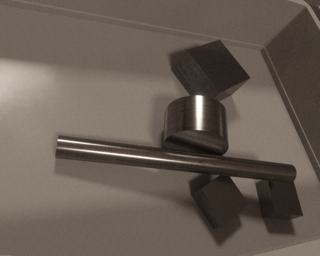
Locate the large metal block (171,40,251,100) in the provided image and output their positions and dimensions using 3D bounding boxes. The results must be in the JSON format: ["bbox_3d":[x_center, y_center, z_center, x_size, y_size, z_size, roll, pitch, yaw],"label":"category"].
[{"bbox_3d":[0.080,-0.084,0.486,0.081,0.050,0.080,-27,77,-37],"label":"large metal block"}]

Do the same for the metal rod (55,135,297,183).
[{"bbox_3d":[0.032,0.041,0.377,0.302,0.025,0.025,8,58,-16],"label":"metal rod"}]

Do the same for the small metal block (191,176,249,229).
[{"bbox_3d":[0.076,0.091,0.393,0.050,0.025,0.050,-25,75,-37],"label":"small metal block"}]

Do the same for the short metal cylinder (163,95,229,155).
[{"bbox_3d":[0.045,0.003,0.395,0.081,0.080,0.050,17,55,-19],"label":"short metal cylinder"}]

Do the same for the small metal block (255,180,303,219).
[{"bbox_3d":[0.168,0.100,0.437,0.050,0.025,0.050,11,57,-23],"label":"small metal block"}]
